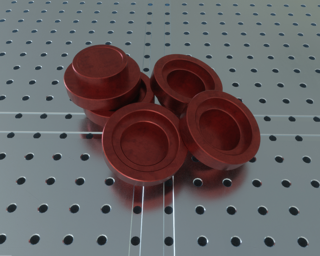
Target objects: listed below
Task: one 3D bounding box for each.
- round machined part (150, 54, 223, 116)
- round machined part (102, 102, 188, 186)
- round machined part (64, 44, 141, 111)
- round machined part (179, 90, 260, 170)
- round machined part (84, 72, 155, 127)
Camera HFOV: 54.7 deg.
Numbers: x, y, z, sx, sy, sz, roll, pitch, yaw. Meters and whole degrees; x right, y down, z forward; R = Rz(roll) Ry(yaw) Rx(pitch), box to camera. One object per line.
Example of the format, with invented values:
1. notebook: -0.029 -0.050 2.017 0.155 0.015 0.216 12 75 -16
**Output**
1. round machined part: 0.033 -0.055 0.431 0.099 0.042 0.098 11 50 -13
2. round machined part: -0.019 0.022 0.367 0.099 0.042 0.098 5 64 -9
3. round machined part: -0.075 -0.071 0.400 0.099 0.042 0.098 0 50 0
4. round machined part: 0.068 0.006 0.377 0.099 0.042 0.098 11 59 -18
5. round machined part: -0.056 -0.037 0.426 0.099 0.042 0.098 0 50 0
